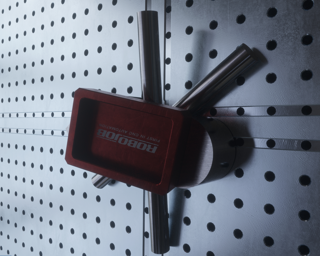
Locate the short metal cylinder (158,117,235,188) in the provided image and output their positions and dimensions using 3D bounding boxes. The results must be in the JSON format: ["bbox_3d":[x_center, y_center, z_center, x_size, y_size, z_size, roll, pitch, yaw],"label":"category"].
[{"bbox_3d":[0.039,0.026,0.358,0.080,0.050,0.079,0,90,39],"label":"short metal cylinder"}]

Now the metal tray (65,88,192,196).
[{"bbox_3d":[-0.038,0.011,0.344,0.130,0.030,0.089,14,99,20],"label":"metal tray"}]

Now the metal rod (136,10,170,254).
[{"bbox_3d":[-0.007,0.013,0.384,0.025,0.025,0.298,5,102,39],"label":"metal rod"}]

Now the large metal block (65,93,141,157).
[{"bbox_3d":[-0.068,-0.001,0.426,0.080,0.081,0.050,-41,65,32],"label":"large metal block"}]

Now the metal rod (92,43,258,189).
[{"bbox_3d":[0.000,0.002,0.408,0.299,0.025,0.025,-41,66,32],"label":"metal rod"}]
